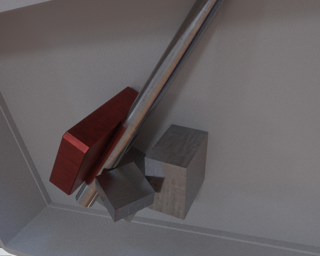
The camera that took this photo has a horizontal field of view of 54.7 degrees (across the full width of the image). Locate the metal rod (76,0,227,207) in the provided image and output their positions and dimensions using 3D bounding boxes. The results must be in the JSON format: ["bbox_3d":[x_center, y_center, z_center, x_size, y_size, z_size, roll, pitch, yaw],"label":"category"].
[{"bbox_3d":[-0.019,-0.022,0.343,0.025,0.025,0.298,36,112,4],"label":"metal rod"}]

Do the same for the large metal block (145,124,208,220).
[{"bbox_3d":[0.023,0.053,0.392,0.050,0.080,0.079,13,124,21],"label":"large metal block"}]

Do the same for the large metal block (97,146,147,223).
[{"bbox_3d":[-0.050,0.073,0.443,0.080,0.080,0.050,32,128,7],"label":"large metal block"}]

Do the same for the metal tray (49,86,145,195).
[{"bbox_3d":[-0.073,0.012,0.383,0.030,0.131,0.089,36,130,5],"label":"metal tray"}]

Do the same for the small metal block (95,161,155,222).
[{"bbox_3d":[-0.041,0.073,0.360,0.050,0.050,0.025,49,146,34],"label":"small metal block"}]
